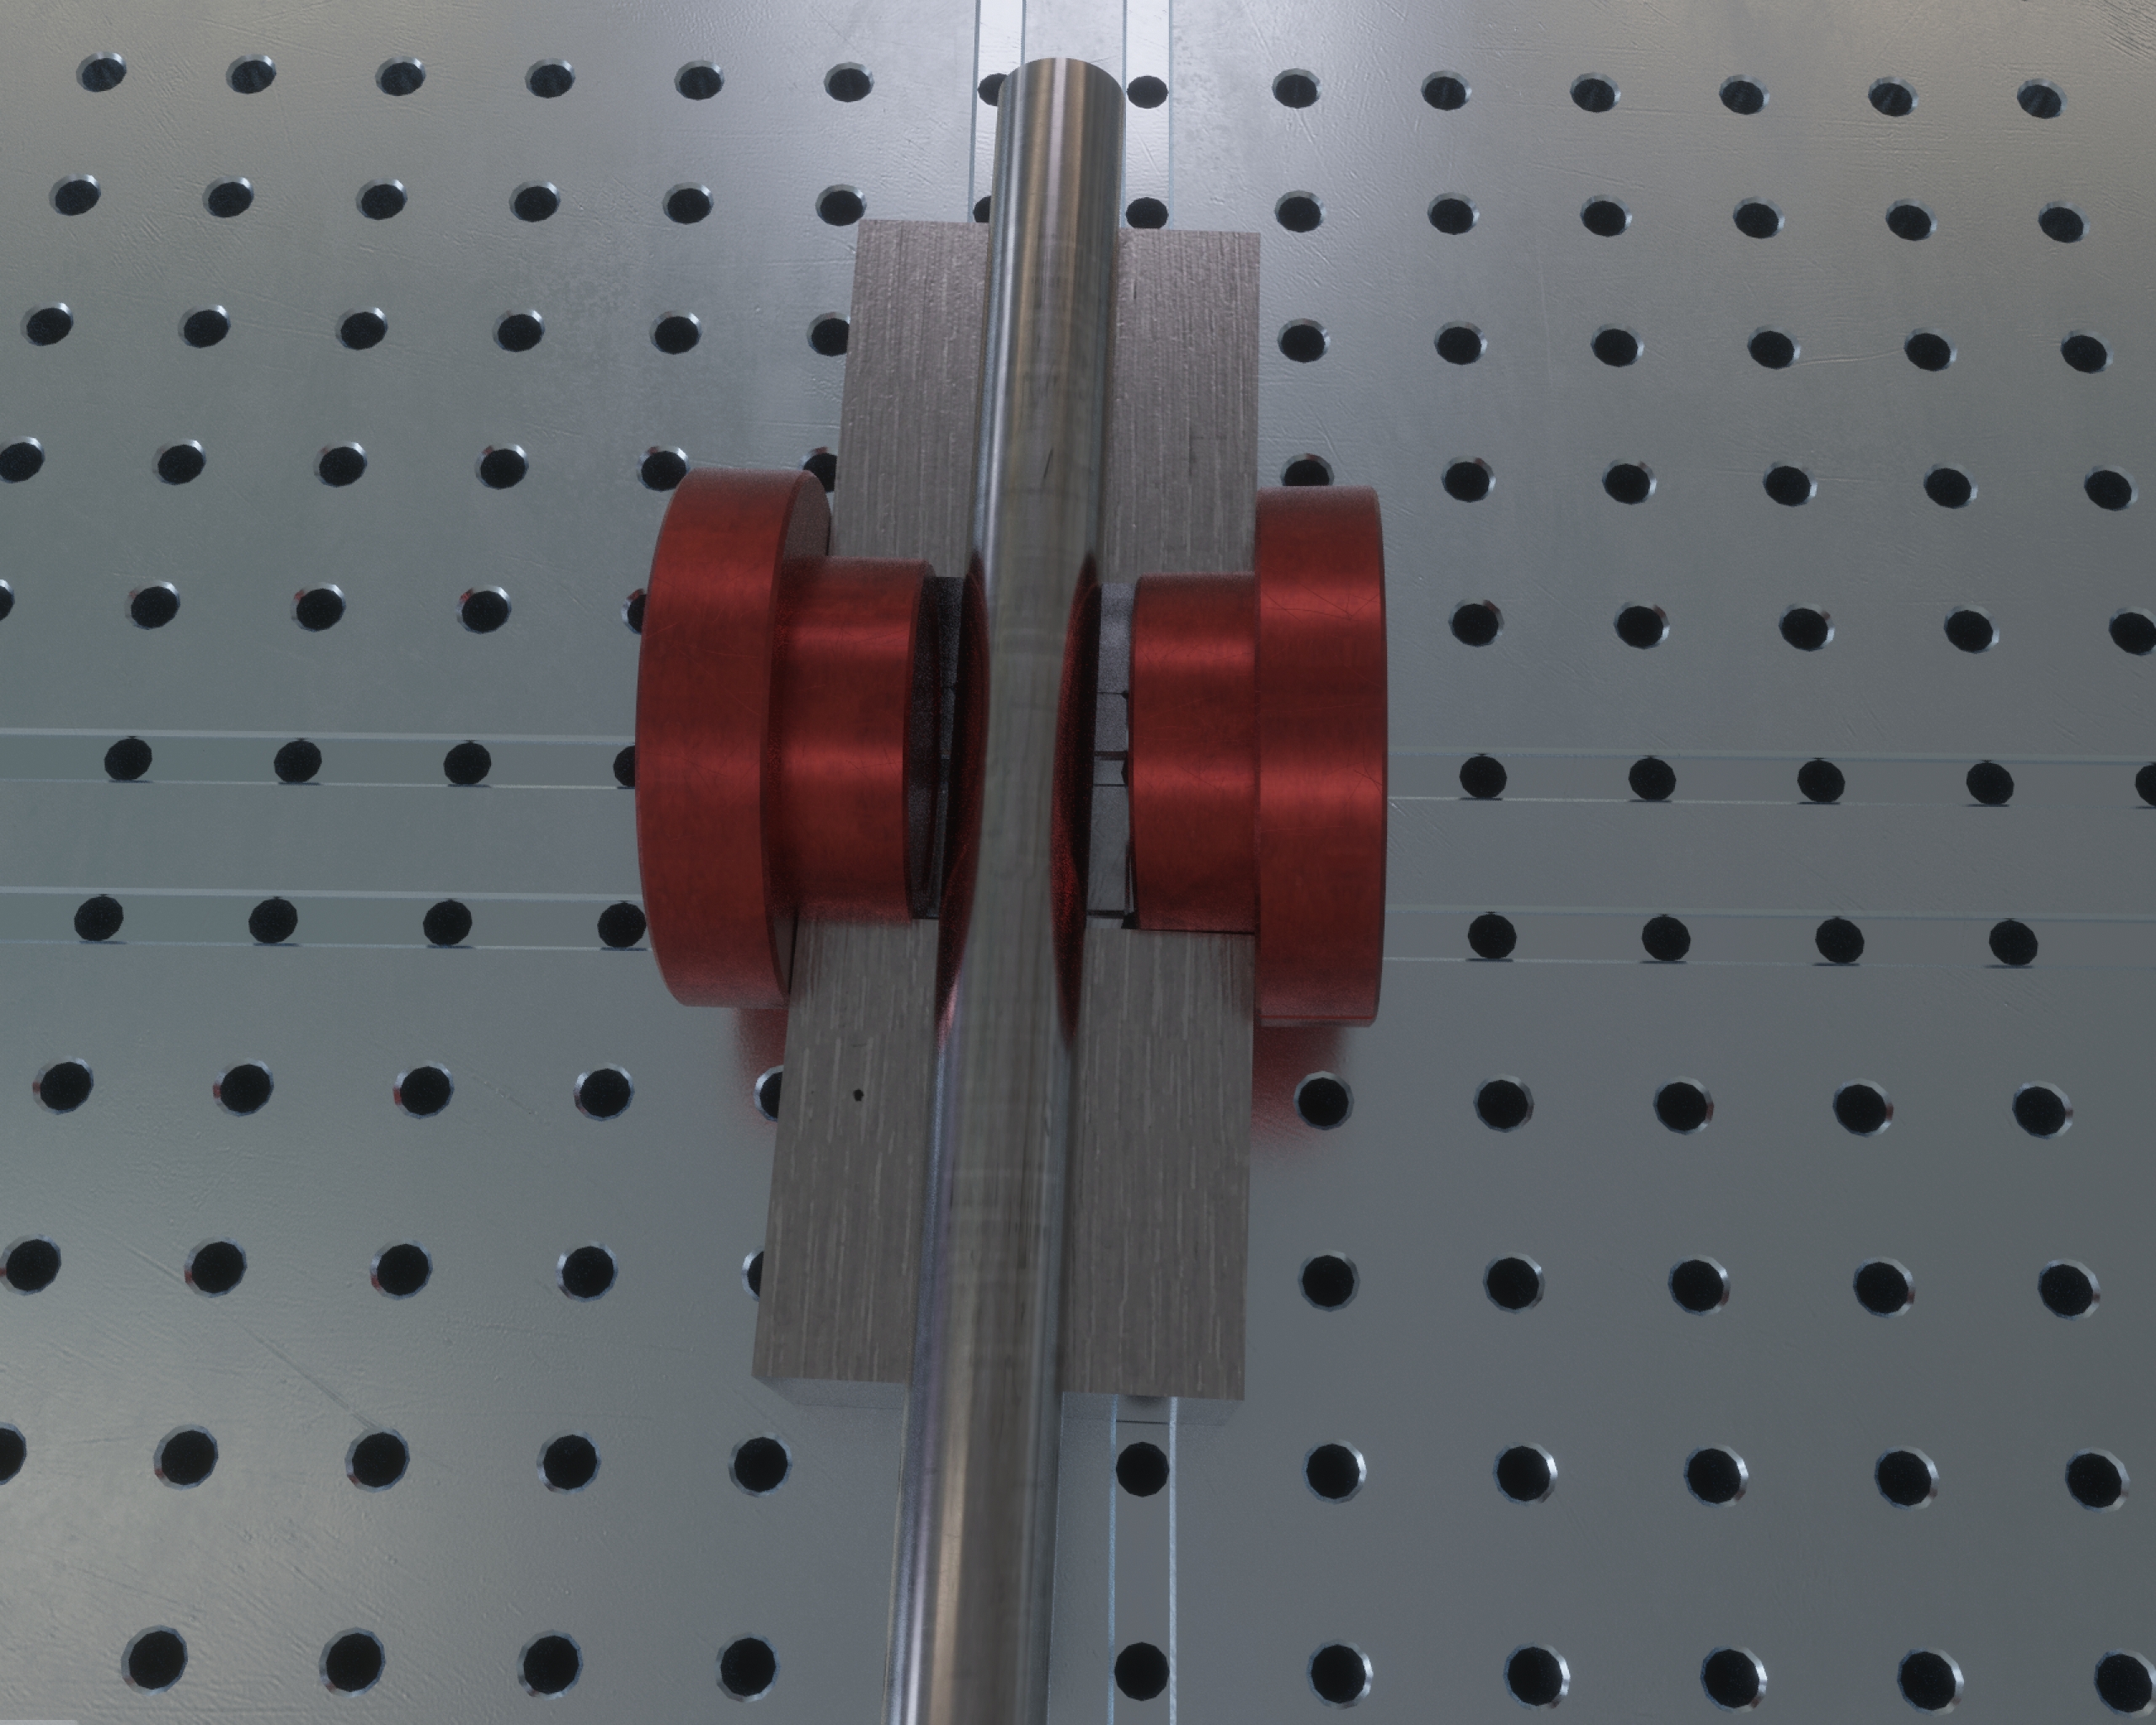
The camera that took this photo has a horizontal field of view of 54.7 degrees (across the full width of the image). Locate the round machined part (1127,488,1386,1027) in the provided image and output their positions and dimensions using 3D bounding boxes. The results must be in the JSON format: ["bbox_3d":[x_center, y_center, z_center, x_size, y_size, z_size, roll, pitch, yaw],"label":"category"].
[{"bbox_3d":[0.032,-0.019,0.380,0.042,0.098,0.098,0,70,5],"label":"round machined part"}]

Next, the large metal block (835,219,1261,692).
[{"bbox_3d":[-0.005,-0.082,0.428,0.080,0.050,0.080,2,70,0],"label":"large metal block"}]

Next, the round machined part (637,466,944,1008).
[{"bbox_3d":[-0.048,-0.022,0.380,0.042,0.098,0.098,2,70,1],"label":"round machined part"}]

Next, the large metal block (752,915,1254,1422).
[{"bbox_3d":[-0.011,0.057,0.377,0.080,0.050,0.080,3,70,1],"label":"large metal block"}]

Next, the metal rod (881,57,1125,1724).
[{"bbox_3d":[-0.010,-0.010,0.362,0.025,0.025,0.299,3,70,1],"label":"metal rod"}]
